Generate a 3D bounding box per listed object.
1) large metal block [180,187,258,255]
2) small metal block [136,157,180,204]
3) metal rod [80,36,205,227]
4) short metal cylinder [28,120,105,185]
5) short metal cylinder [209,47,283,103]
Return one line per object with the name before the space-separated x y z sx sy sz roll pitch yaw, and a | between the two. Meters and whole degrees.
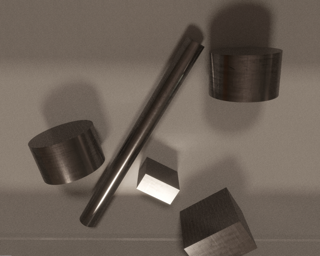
large metal block | 0.078 0.141 0.435 0.080 0.080 0.050 -31 108 10
small metal block | -0.002 0.071 0.424 0.050 0.050 0.025 28 108 -10
metal rod | -0.032 0.017 0.417 0.025 0.025 0.298 29 107 -11
short metal cylinder | -0.116 0.028 0.391 0.080 0.080 0.050 -13 110 4
short metal cylinder | 0.097 -0.064 0.360 0.081 0.080 0.050 -2 110 0
